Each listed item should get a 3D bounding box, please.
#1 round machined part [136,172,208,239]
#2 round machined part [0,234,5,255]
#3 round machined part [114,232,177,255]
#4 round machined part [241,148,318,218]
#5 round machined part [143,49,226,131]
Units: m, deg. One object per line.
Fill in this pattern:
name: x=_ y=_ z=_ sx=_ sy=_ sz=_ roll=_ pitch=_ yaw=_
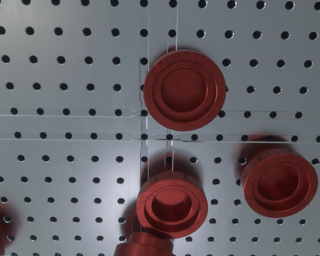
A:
round machined part: x=0.017 y=0.105 z=0.443 sx=0.099 sy=0.042 sz=0.097 roll=0 pitch=110 yaw=-1
round machined part: x=-0.284 y=0.178 z=0.468 sx=0.099 sy=0.042 sz=0.097 roll=0 pitch=110 yaw=0
round machined part: x=-0.017 y=0.186 z=0.457 sx=0.098 sy=0.042 sz=0.098 roll=9 pitch=143 yaw=7
round machined part: x=0.161 y=0.073 z=0.432 sx=0.099 sy=0.042 sz=0.097 roll=0 pitch=110 yaw=0
round machined part: x=0.029 y=-0.049 z=0.387 sx=0.099 sy=0.042 sz=0.097 roll=0 pitch=110 yaw=0
